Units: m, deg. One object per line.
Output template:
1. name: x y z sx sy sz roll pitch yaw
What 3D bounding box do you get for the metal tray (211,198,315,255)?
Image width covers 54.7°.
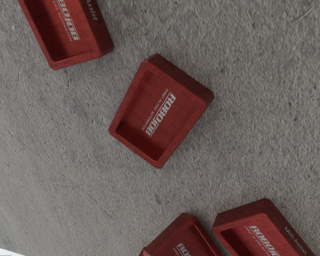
1. metal tray: 0.146 0.165 0.428 0.090 0.030 0.130 -33 100 38

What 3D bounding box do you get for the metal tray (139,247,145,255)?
1. metal tray: 0.029 0.266 0.552 0.130 0.030 0.089 -1 118 28

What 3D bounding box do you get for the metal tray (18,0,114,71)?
1. metal tray: -0.121 -0.143 0.378 0.090 0.030 0.129 -7 115 31

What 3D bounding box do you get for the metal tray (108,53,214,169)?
1. metal tray: -0.004 -0.017 0.395 0.090 0.030 0.129 36 129 4

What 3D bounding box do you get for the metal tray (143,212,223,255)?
1. metal tray: 0.047 0.205 0.465 0.130 0.090 0.030 57 157 -12
